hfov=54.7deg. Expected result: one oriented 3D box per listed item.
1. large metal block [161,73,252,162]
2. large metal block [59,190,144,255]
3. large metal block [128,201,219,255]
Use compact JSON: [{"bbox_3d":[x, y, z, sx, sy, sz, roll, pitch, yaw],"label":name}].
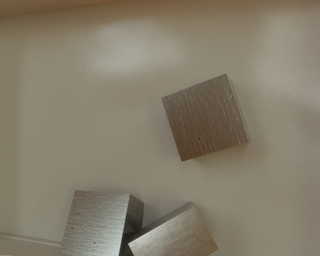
[{"bbox_3d":[0.058,-0.011,0.376,0.080,0.050,0.080,-19,84,18],"label":"large metal block"},{"bbox_3d":[-0.073,0.129,0.406,0.080,0.050,0.080,-1,63,19],"label":"large metal block"},{"bbox_3d":[0.016,0.131,0.363,0.080,0.080,0.050,-29,80,-3],"label":"large metal block"}]
